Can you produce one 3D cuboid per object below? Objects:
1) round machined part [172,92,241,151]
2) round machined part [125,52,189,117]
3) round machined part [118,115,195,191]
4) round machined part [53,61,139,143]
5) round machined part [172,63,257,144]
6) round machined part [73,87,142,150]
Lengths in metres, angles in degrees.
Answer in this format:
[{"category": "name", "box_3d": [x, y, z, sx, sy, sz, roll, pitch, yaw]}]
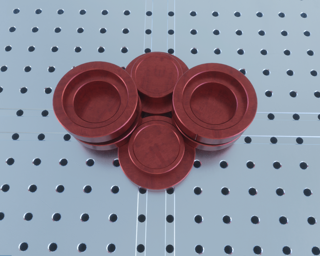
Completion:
[{"category": "round machined part", "box_3d": [0.064, -0.017, 0.409, 0.099, 0.042, 0.098, 0, 70, 0]}, {"category": "round machined part", "box_3d": [-0.004, -0.064, 0.426, 0.099, 0.042, 0.098, 0, 70, 0]}, {"category": "round machined part", "box_3d": [-0.004, 0.029, 0.392, 0.099, 0.042, 0.098, 0, 70, 0]}, {"category": "round machined part", "box_3d": [-0.075, -0.028, 0.378, 0.099, 0.042, 0.098, 0, 70, 0]}, {"category": "round machined part", "box_3d": [0.064, -0.026, 0.378, 0.099, 0.042, 0.098, 0, 70, 0]}, {"category": "round machined part", "box_3d": [-0.072, -0.017, 0.408, 0.099, 0.042, 0.098, 0, 70, 0]}]
